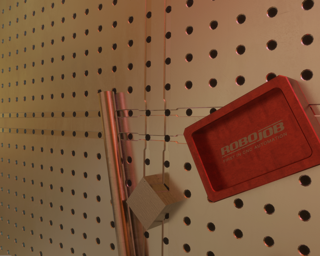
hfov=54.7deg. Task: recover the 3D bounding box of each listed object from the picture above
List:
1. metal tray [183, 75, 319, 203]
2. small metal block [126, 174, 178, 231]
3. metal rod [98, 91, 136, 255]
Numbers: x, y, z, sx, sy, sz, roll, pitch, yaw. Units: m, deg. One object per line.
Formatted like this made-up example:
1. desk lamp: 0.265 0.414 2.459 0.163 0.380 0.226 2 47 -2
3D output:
1. metal tray: 0.095 0.015 0.326 0.130 0.030 0.090 -31 71 35
2. small metal block: -0.012 0.099 0.417 0.050 0.025 0.050 47 118 29
3. metal rod: -0.061 0.093 0.456 0.025 0.025 0.298 -14 81 39
